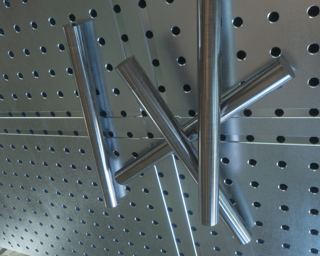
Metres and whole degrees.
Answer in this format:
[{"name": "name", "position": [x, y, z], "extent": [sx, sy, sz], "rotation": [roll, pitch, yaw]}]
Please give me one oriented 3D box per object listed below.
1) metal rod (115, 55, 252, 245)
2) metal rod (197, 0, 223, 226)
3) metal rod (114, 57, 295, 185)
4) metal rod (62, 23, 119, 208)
[{"name": "metal rod", "position": [0.041, 0.043, 0.388], "extent": [0.025, 0.025, 0.300], "rotation": [-18, 118, 35]}, {"name": "metal rod", "position": [0.053, -0.024, 0.338], "extent": [0.025, 0.025, 0.298], "rotation": [7, 112, 25]}, {"name": "metal rod", "position": [0.032, 0.010, 0.400], "extent": [0.025, 0.025, 0.299], "rotation": [49, 129, -6]}, {"name": "metal rod", "position": [-0.097, 0.000, 0.462], "extent": [0.025, 0.025, 0.298], "rotation": [8, 122, 24]}]
